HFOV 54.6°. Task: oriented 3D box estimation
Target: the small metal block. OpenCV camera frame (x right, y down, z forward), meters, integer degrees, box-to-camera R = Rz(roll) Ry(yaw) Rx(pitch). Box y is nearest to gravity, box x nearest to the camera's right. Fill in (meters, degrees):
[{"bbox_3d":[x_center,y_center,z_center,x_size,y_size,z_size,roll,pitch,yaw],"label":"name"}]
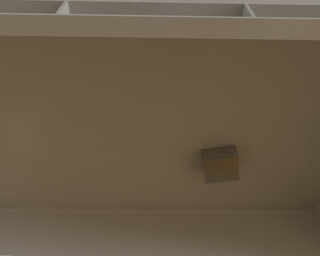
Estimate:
[{"bbox_3d":[0.088,0.054,0.456,0.050,0.025,0.050,-8,130,7],"label":"small metal block"}]
